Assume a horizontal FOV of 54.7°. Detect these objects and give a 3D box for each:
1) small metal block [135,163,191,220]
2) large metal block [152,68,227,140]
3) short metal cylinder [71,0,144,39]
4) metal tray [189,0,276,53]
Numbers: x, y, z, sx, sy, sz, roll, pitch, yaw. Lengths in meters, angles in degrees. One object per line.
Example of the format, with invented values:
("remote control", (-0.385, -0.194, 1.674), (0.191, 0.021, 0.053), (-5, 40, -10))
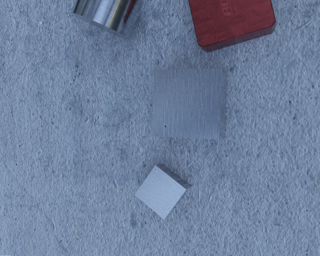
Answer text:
("small metal block", (0.004, 0.082, 0.407), (0.050, 0.025, 0.050), (37, 101, 16))
("large metal block", (0.038, -0.028, 0.382), (0.080, 0.050, 0.079), (2, 91, 19))
("short metal cylinder", (-0.068, -0.156, 0.403), (0.080, 0.080, 0.050), (26, 99, 18))
("metal tray", (0.081, -0.169, 0.378), (0.090, 0.030, 0.129), (-13, 86, 19))
